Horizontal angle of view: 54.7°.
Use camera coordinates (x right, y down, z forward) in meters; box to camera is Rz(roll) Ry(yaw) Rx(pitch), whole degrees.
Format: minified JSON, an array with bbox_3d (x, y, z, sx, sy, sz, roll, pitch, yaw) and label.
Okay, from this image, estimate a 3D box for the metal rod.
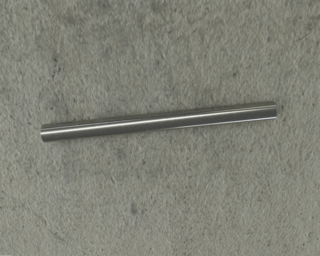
[{"bbox_3d":[-0.003,-0.008,0.406,0.302,0.025,0.025,-6,110,1],"label":"metal rod"}]
